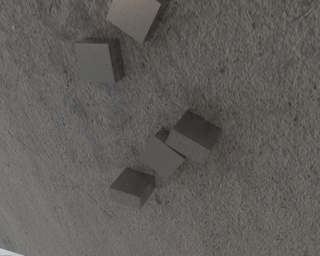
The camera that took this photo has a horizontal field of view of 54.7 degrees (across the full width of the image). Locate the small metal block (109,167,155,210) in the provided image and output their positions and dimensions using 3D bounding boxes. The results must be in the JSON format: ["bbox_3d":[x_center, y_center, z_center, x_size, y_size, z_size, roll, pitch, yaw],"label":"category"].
[{"bbox_3d":[-0.041,0.090,0.468,0.050,0.050,0.025,14,124,20],"label":"small metal block"}]

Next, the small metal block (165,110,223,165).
[{"bbox_3d":[0.042,0.010,0.375,0.050,0.050,0.025,30,128,8],"label":"small metal block"}]

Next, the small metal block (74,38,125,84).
[{"bbox_3d":[-0.076,-0.086,0.394,0.050,0.025,0.050,8,122,24],"label":"small metal block"}]

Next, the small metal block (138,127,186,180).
[{"bbox_3d":[0.006,0.035,0.425,0.050,0.025,0.050,38,129,2],"label":"small metal block"}]

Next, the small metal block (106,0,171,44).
[{"bbox_3d":[-0.024,-0.130,0.339,0.050,0.025,0.050,36,129,3],"label":"small metal block"}]
